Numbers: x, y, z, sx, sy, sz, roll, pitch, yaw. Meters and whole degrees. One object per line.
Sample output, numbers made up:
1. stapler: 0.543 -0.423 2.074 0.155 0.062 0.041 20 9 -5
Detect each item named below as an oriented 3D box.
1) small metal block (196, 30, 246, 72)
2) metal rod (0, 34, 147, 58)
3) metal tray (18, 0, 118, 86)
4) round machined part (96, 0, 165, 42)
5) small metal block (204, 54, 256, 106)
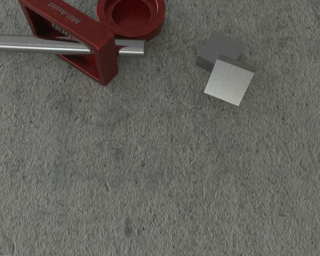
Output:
1. small metal block: 0.087 -0.105 0.448 0.050 0.025 0.050 29 72 10
2. metal rod: -0.169 -0.117 0.435 0.302 0.025 0.025 4 70 6
3. metal tray: -0.119 -0.120 0.414 0.130 0.090 0.030 33 68 11
4. round machined part: -0.042 -0.163 0.458 0.099 0.042 0.098 0 70 -1
5. small metal block: 0.093 -0.065 0.417 0.050 0.050 0.025 23 33 7
